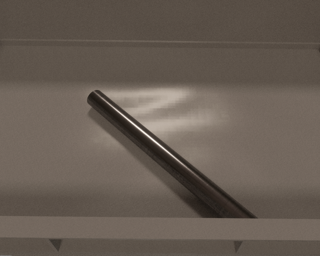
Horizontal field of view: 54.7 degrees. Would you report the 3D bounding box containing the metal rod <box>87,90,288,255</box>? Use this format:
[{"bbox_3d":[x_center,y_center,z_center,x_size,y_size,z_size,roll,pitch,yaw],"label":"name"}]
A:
[{"bbox_3d":[0.012,0.039,0.372,0.025,0.025,0.300,-37,59,-27],"label":"metal rod"}]
